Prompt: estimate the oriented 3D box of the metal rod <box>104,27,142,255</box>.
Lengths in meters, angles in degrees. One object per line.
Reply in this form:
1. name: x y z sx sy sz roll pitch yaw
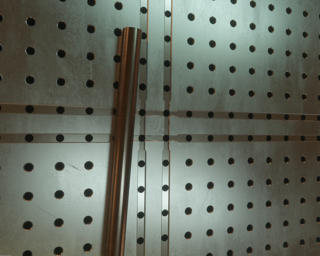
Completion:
1. metal rod: -0.047 0.023 0.395 0.025 0.025 0.298 5 88 -20
